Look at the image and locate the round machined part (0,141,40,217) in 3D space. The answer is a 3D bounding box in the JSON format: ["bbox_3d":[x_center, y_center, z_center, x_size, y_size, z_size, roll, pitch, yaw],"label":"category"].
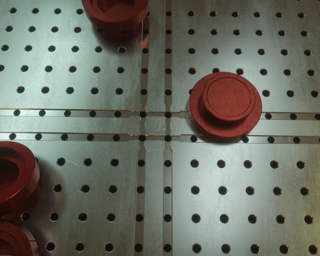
[{"bbox_3d":[-0.192,0.065,0.364,0.099,0.042,0.098,0,44,0],"label":"round machined part"}]

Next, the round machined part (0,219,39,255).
[{"bbox_3d":[-0.184,0.152,0.345,0.099,0.042,0.098,0,70,0],"label":"round machined part"}]

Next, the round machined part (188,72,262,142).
[{"bbox_3d":[0.088,-0.033,0.416,0.099,0.042,0.098,0,70,-1],"label":"round machined part"}]

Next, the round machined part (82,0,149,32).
[{"bbox_3d":[-0.065,-0.186,0.470,0.099,0.042,0.098,0,70,-1],"label":"round machined part"}]
